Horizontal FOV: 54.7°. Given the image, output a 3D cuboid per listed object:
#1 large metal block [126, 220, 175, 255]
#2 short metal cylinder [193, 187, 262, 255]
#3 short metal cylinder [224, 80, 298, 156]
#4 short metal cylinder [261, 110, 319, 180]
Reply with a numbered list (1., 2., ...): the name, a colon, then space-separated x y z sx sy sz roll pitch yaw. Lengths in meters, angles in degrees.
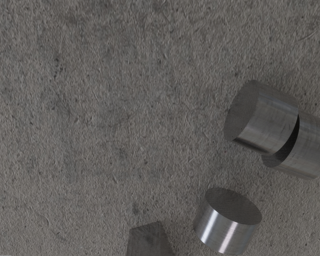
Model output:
1. large metal block: -0.010 0.199 0.454 0.050 0.080 0.080 -18 109 6
2. short metal cylinder: 0.092 0.126 0.428 0.080 0.080 0.050 17 109 -6
3. short metal cylinder: 0.120 -0.012 0.377 0.050 0.080 0.079 22 109 -8
4. short metal cylinder: 0.172 0.019 0.389 0.050 0.080 0.079 19 109 -7
